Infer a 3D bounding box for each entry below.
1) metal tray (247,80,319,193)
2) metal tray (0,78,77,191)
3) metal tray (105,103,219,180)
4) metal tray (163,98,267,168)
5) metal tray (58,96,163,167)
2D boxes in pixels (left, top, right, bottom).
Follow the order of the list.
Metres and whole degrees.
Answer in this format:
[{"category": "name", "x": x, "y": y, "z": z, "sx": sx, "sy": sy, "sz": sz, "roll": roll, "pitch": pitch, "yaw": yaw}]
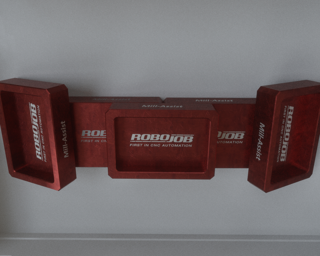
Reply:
[{"category": "metal tray", "x": 0.160, "y": 0.009, "z": 0.391, "sx": 0.091, "sy": 0.030, "sz": 0.129, "roll": -11, "pitch": 113, "yaw": -27}, {"category": "metal tray", "x": -0.155, "y": 0.007, "z": 0.389, "sx": 0.090, "sy": 0.030, "sz": 0.129, "roll": 10, "pitch": 112, "yaw": 23}, {"category": "metal tray", "x": 0.002, "y": 0.016, "z": 0.381, "sx": 0.131, "sy": 0.030, "sz": 0.089, "roll": 1, "pitch": 110, "yaw": 0}, {"category": "metal tray", "x": 0.069, "y": 0.007, "z": 0.411, "sx": 0.131, "sy": 0.030, "sz": 0.089, "roll": 0, "pitch": 110, "yaw": 0}, {"category": "metal tray", "x": -0.062, "y": 0.006, "z": 0.409, "sx": 0.131, "sy": 0.030, "sz": 0.089, "roll": 0, "pitch": 110, "yaw": 0}]
